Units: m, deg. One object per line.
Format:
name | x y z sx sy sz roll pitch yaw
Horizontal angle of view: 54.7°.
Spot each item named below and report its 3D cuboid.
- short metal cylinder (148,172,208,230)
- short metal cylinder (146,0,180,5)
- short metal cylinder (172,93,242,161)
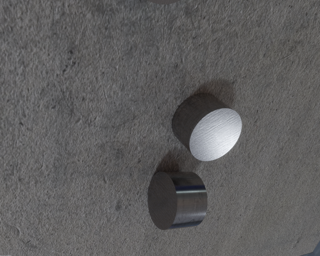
short metal cylinder | 0.023 0.103 0.448 0.050 0.080 0.079 5 116 -31
short metal cylinder | -0.004 -0.161 0.288 0.081 0.050 0.079 -14 124 -21
short metal cylinder | 0.063 -0.002 0.424 0.081 0.050 0.079 -14 124 -21
